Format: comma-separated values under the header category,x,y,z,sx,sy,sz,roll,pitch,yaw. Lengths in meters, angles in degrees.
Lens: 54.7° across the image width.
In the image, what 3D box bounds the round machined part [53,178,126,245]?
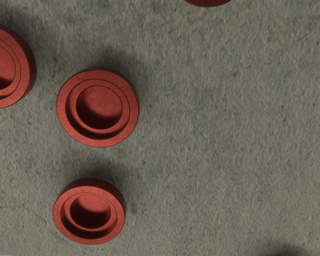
category,x,y,z,sx,sy,sz,roll,pitch,yaw
round machined part,-0.097,0.114,0.441,0.099,0.042,0.097,0,110,-1

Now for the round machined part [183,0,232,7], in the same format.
category,x,y,z,sx,sy,sz,roll,pitch,yaw
round machined part,0.055,-0.183,0.334,0.099,0.042,0.097,0,110,-1

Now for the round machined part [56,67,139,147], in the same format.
category,x,y,z,sx,sy,sz,roll,pitch,yaw
round machined part,-0.075,-0.028,0.389,0.099,0.042,0.097,0,110,-1

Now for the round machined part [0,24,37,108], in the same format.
category,x,y,z,sx,sy,sz,roll,pitch,yaw
round machined part,-0.197,-0.075,0.370,0.099,0.042,0.097,0,110,-1
